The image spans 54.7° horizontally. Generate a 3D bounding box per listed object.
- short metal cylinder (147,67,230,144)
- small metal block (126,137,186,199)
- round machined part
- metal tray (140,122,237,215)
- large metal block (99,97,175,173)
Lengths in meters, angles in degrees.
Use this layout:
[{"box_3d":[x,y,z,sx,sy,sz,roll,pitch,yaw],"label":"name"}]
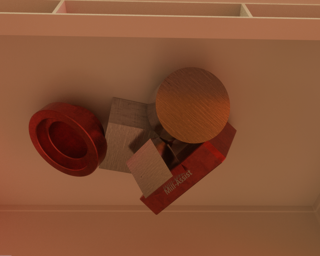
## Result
[{"box_3d":[0.030,-0.022,0.344,0.081,0.080,0.050,12,173,-11],"label":"short metal cylinder"},{"box_3d":[-0.006,0.046,0.362,0.025,0.050,0.050,-4,146,-52],"label":"small metal block"},{"box_3d":[-0.109,0.010,0.388,0.098,0.042,0.097,13,127,18],"label":"round machined part"},{"box_3d":[0.037,0.048,0.404,0.030,0.090,0.129,44,121,0],"label":"metal tray"},{"box_3d":[-0.030,0.014,0.403,0.081,0.050,0.079,11,129,-10],"label":"large metal block"}]
